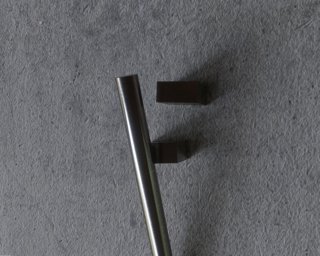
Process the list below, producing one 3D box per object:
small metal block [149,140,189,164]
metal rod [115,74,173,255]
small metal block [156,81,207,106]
[{"bbox_3d":[0.005,0.030,0.393,0.050,0.050,0.025,-3,89,19],"label":"small metal block"},{"bbox_3d":[-0.010,0.086,0.370,0.025,0.025,0.298,-6,104,19],"label":"metal rod"},{"bbox_3d":[0.028,-0.042,0.385,0.050,0.050,0.025,3,91,19],"label":"small metal block"}]
